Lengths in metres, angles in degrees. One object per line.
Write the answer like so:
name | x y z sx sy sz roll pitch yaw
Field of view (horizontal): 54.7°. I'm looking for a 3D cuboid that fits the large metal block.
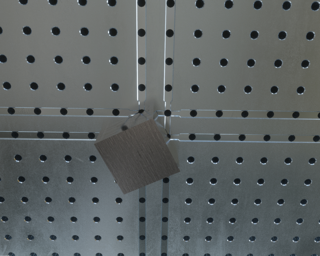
large metal block | -0.028 0.029 0.410 0.080 0.050 0.080 -24 109 8
